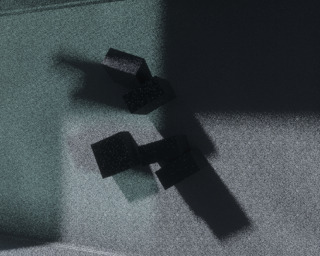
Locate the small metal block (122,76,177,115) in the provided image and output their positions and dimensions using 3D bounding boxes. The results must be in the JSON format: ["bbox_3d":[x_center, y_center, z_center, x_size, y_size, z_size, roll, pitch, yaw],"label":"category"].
[{"bbox_3d":[-0.012,-0.041,0.401,0.050,0.050,0.025,-30,81,17],"label":"small metal block"}]

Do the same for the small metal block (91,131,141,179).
[{"bbox_3d":[-0.061,0.037,0.431,0.050,0.025,0.050,-24,82,18],"label":"small metal block"}]

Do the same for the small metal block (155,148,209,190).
[{"bbox_3d":[0.028,0.050,0.387,0.050,0.050,0.025,-33,80,16],"label":"small metal block"}]

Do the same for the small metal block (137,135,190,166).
[{"bbox_3d":[0.007,0.028,0.394,0.050,0.050,0.025,-17,85,19],"label":"small metal block"}]

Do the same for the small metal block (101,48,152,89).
[{"bbox_3d":[-0.042,-0.075,0.408,0.050,0.050,0.025,22,76,18],"label":"small metal block"}]
